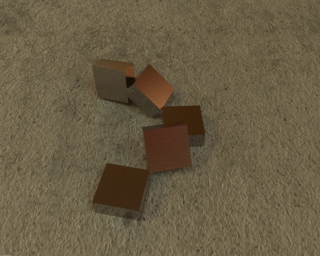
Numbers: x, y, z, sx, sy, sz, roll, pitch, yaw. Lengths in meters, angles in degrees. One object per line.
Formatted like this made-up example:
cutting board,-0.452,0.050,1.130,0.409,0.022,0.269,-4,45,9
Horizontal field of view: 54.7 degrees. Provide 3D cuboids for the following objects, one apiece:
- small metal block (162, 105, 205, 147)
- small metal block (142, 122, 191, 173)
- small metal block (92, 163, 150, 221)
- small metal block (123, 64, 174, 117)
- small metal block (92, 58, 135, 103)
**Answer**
small metal block,0.030,-0.002,0.405,0.050,0.025,0.050,-2,50,-2
small metal block,0.007,0.022,0.366,0.050,0.050,0.025,-8,11,-7
small metal block,-0.041,0.070,0.344,0.050,0.025,0.050,9,51,7
small metal block,-0.014,-0.052,0.427,0.050,0.025,0.050,43,47,-15
small metal block,-0.063,-0.067,0.436,0.050,0.050,0.025,12,39,19
